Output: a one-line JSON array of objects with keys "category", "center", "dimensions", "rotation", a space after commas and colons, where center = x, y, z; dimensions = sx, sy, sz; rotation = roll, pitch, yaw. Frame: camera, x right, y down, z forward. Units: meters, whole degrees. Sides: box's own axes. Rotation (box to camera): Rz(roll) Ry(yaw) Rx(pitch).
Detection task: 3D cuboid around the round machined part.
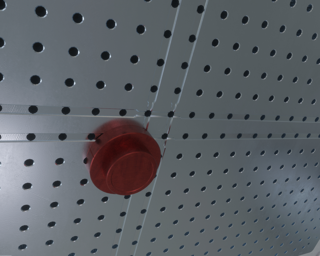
[{"category": "round machined part", "center": [-0.043, 0.049, 0.406], "dimensions": [0.099, 0.042, 0.097], "rotation": [-14, 124, -21]}]
